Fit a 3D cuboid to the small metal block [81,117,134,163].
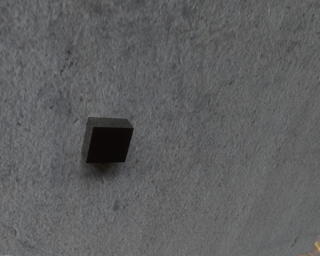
[{"bbox_3d":[-0.065,0.015,0.382,0.050,0.025,0.050,2,118,-30],"label":"small metal block"}]
